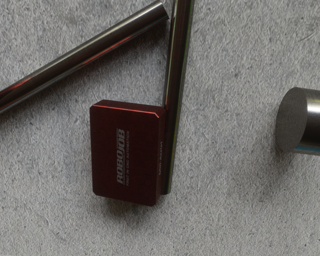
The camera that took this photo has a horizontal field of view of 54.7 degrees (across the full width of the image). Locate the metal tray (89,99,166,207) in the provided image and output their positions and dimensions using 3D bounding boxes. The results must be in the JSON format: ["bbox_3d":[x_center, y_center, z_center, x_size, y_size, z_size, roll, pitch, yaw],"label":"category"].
[{"bbox_3d":[-0.043,0.033,0.405,0.090,0.030,0.129,8,111,15],"label":"metal tray"}]

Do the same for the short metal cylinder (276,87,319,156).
[{"bbox_3d":[0.184,-0.007,0.380,0.050,0.080,0.079,7,110,-3],"label":"short metal cylinder"}]

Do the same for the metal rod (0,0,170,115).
[{"bbox_3d":[-0.127,-0.071,0.382,0.301,0.025,0.025,-27,108,9],"label":"metal rod"}]

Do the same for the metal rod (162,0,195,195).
[{"bbox_3d":[0.017,-0.050,0.391,0.025,0.025,0.298,5,110,-2],"label":"metal rod"}]
